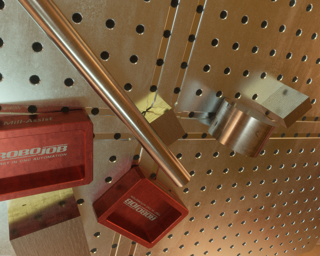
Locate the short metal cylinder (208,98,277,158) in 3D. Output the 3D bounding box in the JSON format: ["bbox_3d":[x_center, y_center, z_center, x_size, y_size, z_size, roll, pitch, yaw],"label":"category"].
[{"bbox_3d":[0.115,-0.001,0.437,0.081,0.080,0.050,14,111,-34],"label":"short metal cylinder"}]

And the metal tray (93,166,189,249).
[{"bbox_3d":[-0.025,0.124,0.470,0.090,0.030,0.130,-43,129,2],"label":"metal tray"}]

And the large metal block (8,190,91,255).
[{"bbox_3d":[-0.142,0.138,0.403,0.081,0.050,0.079,-16,125,-20],"label":"large metal block"}]

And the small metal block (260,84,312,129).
[{"bbox_3d":[0.195,-0.034,0.480,0.050,0.050,0.025,-40,129,-1],"label":"small metal block"}]

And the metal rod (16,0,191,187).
[{"bbox_3d":[-0.047,-0.030,0.343,0.025,0.025,0.300,-39,122,-2],"label":"metal rod"}]

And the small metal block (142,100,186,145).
[{"bbox_3d":[-0.001,0.000,0.410,0.050,0.025,0.050,-35,129,-5],"label":"small metal block"}]

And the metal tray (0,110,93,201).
[{"bbox_3d":[-0.144,0.031,0.348,0.131,0.030,0.089,-8,122,-25],"label":"metal tray"}]
